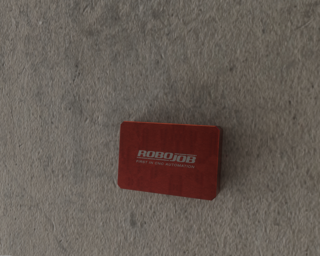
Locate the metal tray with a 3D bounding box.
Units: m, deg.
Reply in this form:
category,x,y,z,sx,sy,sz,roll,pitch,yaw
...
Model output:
category,x,y,z,sx,sy,sz,roll,pitch,yaw
metal tray,0.012,0.039,0.401,0.130,0.030,0.089,3,91,19
